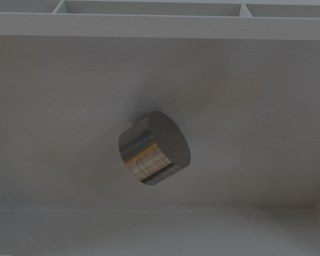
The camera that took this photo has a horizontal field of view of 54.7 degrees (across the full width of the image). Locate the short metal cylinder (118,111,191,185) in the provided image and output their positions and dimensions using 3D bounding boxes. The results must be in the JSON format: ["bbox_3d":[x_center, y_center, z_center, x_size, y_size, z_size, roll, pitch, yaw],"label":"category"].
[{"bbox_3d":[-0.006,0.025,0.391,0.050,0.080,0.080,-34,123,25],"label":"short metal cylinder"}]
